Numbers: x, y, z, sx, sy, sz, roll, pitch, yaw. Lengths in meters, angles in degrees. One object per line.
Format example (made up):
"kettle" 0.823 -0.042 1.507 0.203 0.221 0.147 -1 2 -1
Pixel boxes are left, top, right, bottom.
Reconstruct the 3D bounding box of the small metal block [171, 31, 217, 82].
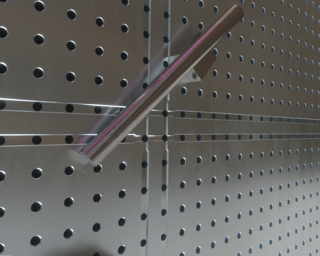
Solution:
"small metal block" 0.051 -0.103 0.454 0.050 0.025 0.050 50 60 -29

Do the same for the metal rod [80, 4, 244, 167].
"metal rod" 0.016 -0.067 0.399 0.301 0.025 0.025 -47 119 -21
